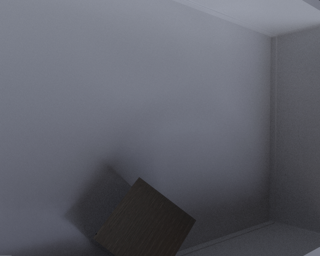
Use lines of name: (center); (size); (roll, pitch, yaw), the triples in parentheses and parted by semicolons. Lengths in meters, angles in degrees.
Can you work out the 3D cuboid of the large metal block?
large metal block: (-0.020, 0.116, 0.351); (0.080, 0.050, 0.080); (37, 62, 2)
